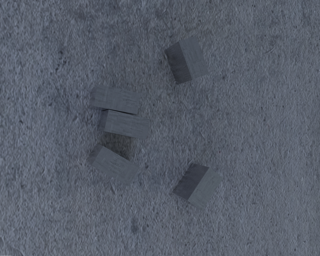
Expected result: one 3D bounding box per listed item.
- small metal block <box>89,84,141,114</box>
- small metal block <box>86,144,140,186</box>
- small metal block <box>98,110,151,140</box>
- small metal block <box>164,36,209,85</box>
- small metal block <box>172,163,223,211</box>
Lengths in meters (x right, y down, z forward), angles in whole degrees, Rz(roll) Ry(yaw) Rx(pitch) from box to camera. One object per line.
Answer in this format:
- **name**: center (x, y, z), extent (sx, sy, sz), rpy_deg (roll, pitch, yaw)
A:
- **small metal block**: center (-0.056, -0.032, 0.375), extent (0.050, 0.050, 0.025), rpy_deg (10, 87, -20)
- **small metal block**: center (-0.058, 0.043, 0.374), extent (0.050, 0.050, 0.025), rpy_deg (33, 80, -17)
- **small metal block**: center (-0.045, -0.004, 0.379), extent (0.050, 0.050, 0.025), rpy_deg (13, 86, -20)
- **small metal block**: center (0.034, -0.088, 0.408), extent (0.025, 0.050, 0.050), rpy_deg (-23, 98, -18)
- **small metal block**: center (0.049, 0.077, 0.414), extent (0.025, 0.050, 0.050), rpy_deg (39, 78, -16)
